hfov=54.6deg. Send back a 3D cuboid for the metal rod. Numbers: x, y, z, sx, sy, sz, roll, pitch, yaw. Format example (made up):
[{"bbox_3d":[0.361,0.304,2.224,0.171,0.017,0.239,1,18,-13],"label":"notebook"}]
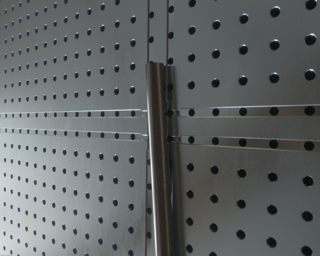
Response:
[{"bbox_3d":[0.001,0.064,0.409,0.025,0.025,0.298,-5,87,40],"label":"metal rod"}]
